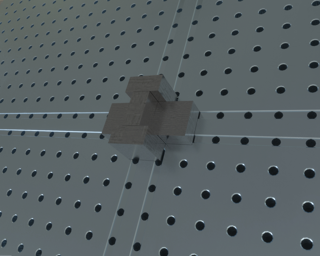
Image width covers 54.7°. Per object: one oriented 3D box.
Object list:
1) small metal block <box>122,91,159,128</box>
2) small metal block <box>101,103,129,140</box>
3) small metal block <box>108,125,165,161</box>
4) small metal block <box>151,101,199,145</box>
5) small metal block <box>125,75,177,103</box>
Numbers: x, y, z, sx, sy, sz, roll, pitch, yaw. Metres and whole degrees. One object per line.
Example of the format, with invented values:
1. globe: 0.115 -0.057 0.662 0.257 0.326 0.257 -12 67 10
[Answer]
1. small metal block: -0.020 -0.013 0.409 0.025 0.050 0.050 1 62 28
2. small metal block: -0.048 -0.008 0.436 0.050 0.025 0.050 1 62 28
3. small metal block: -0.028 0.020 0.393 0.050 0.050 0.025 1 62 28
4. small metal block: 0.019 -0.007 0.401 0.050 0.025 0.050 1 62 28
5. small metal block: -0.011 -0.047 0.425 0.050 0.050 0.025 1 62 28
